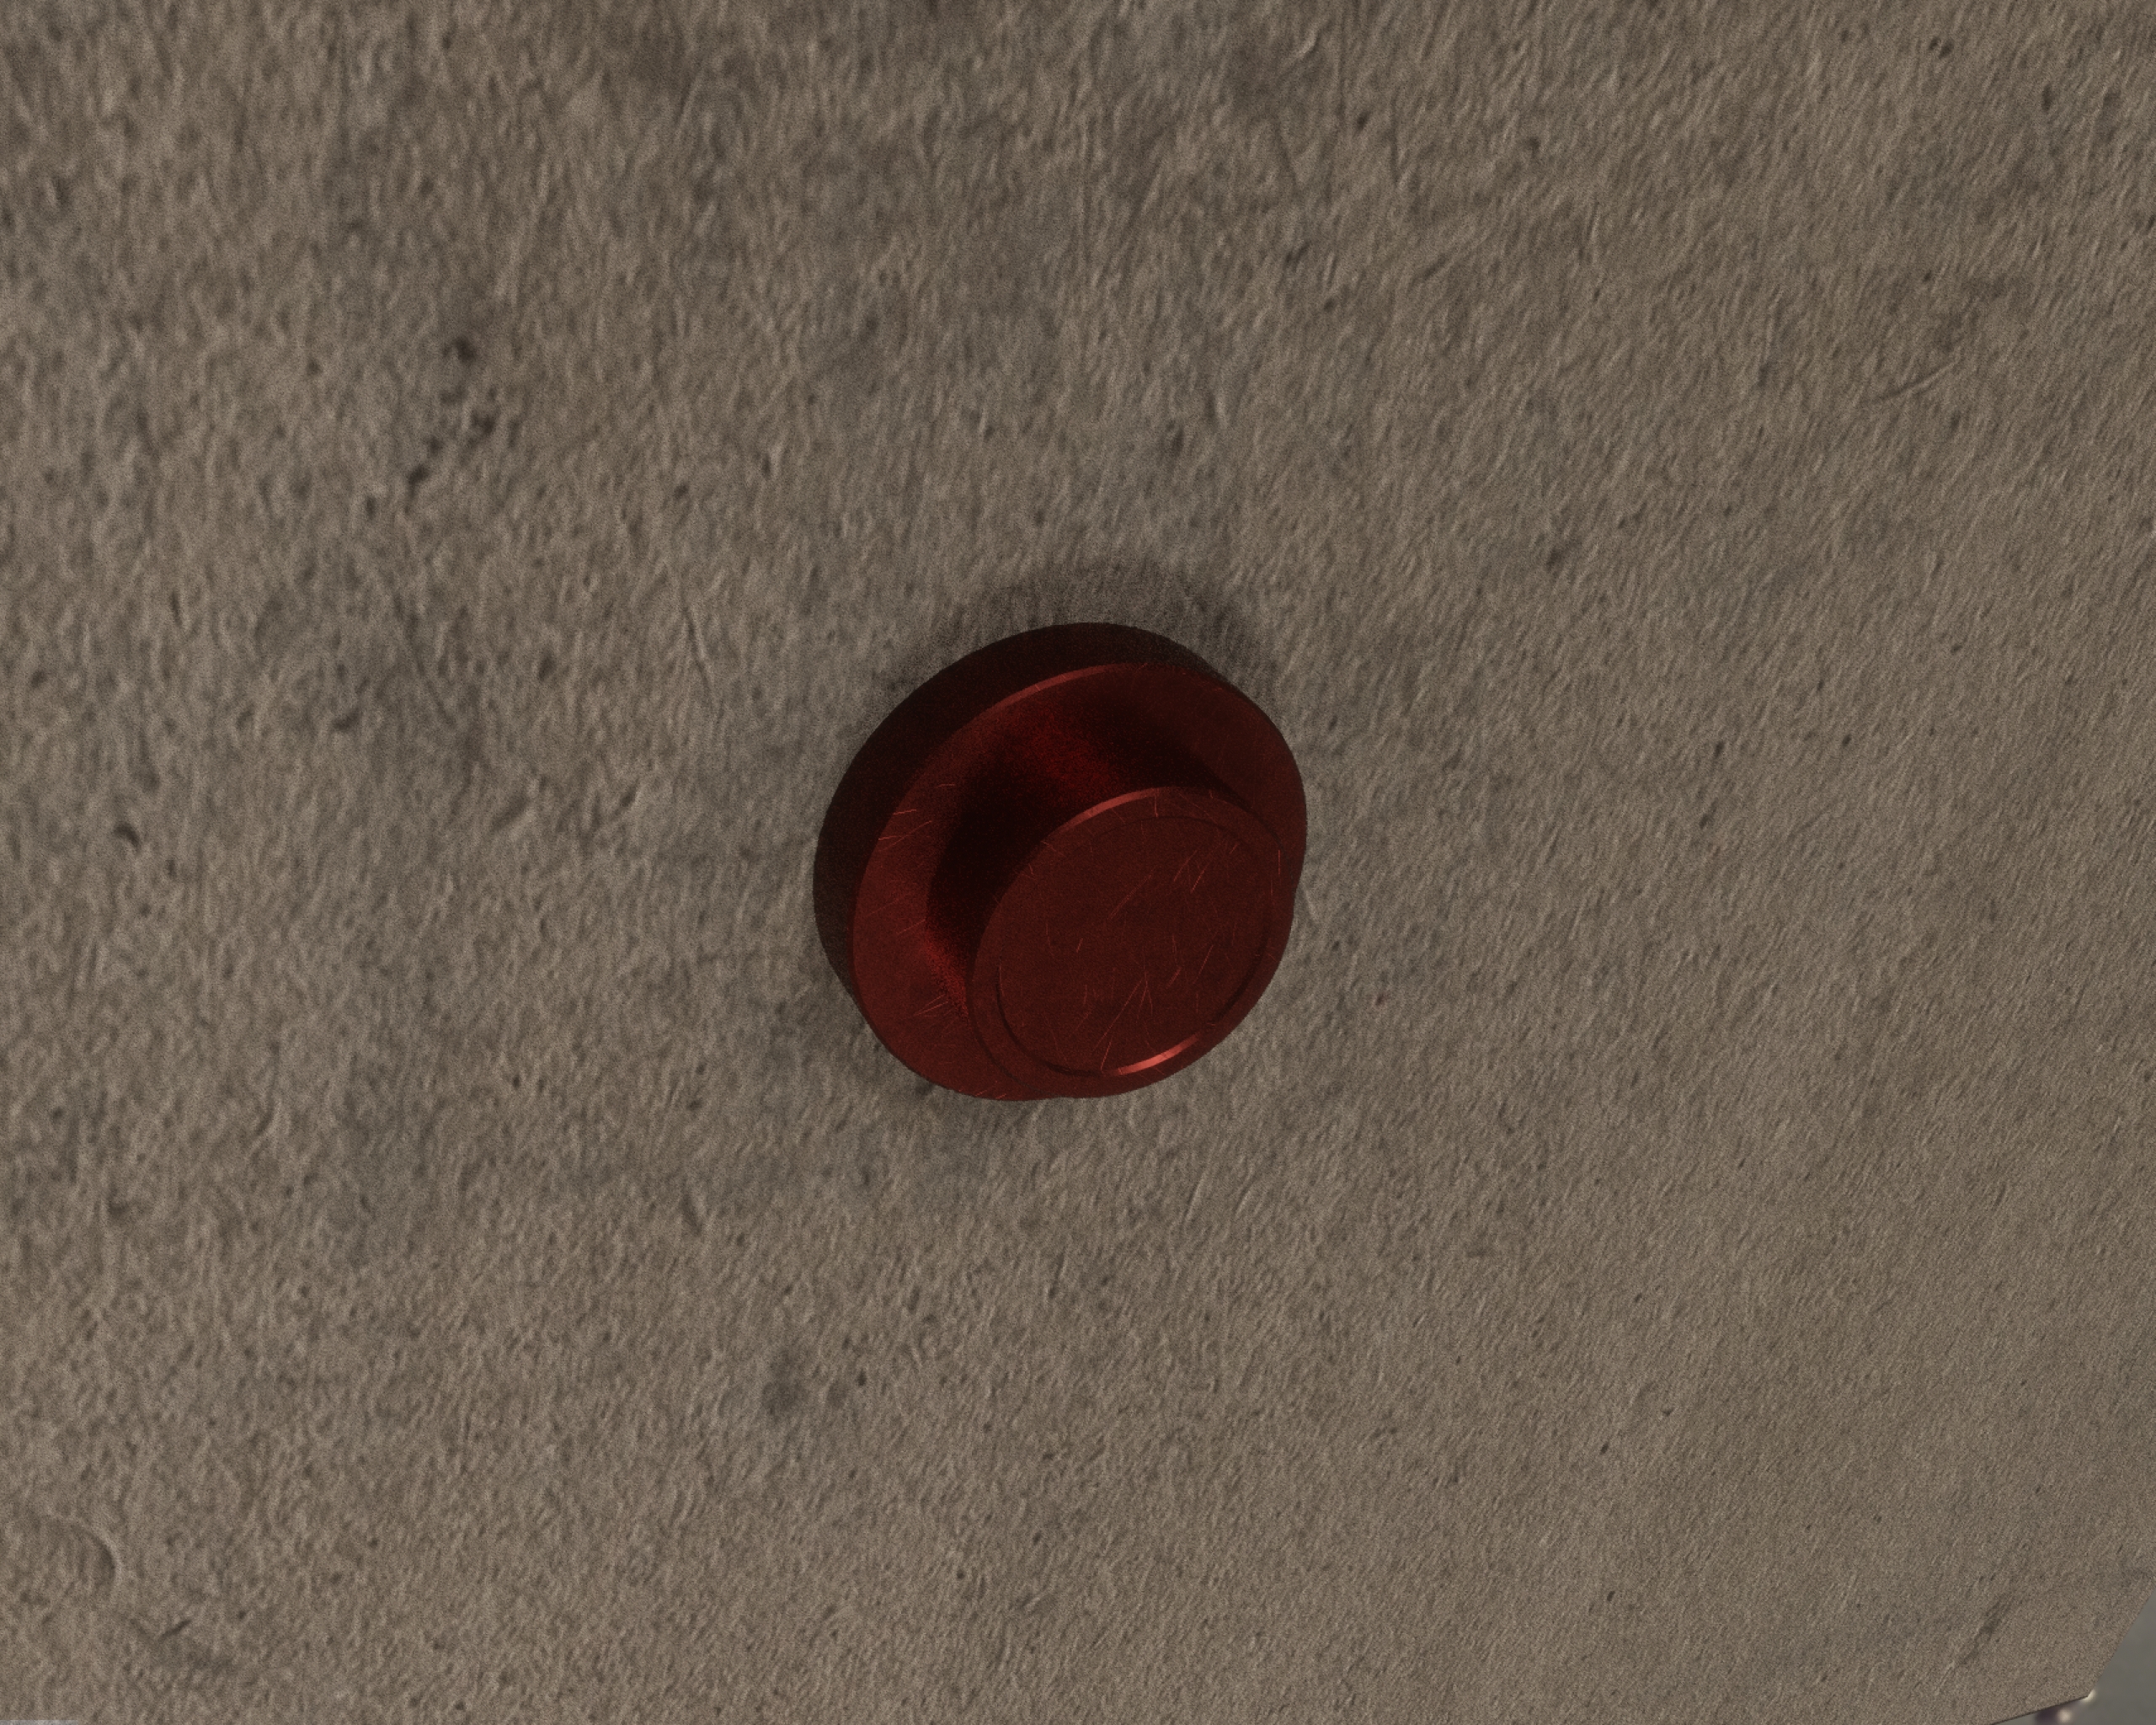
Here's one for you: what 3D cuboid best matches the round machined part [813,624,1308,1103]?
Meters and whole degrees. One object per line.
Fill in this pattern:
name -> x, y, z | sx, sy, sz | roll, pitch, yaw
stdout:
round machined part -> 0.002, 0.007, 0.404 | 0.099, 0.042, 0.097 | -14, 125, -21
